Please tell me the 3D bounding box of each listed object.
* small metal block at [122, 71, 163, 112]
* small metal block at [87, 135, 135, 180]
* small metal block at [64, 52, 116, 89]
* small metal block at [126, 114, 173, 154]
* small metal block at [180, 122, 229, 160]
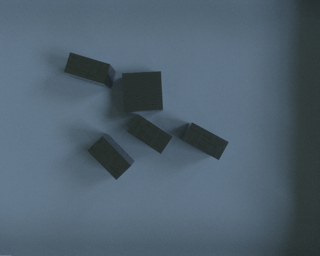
[{"bbox_3d":[-0.022,-0.047,0.411,0.050,0.025,0.050,-3,90,0],"label":"small metal block"},{"bbox_3d":[-0.061,0.036,0.398,0.025,0.050,0.050,-44,90,0],"label":"small metal block"},{"bbox_3d":[-0.088,-0.072,0.398,0.050,0.050,0.025,17,90,0],"label":"small metal block"},{"bbox_3d":[-0.013,0.007,0.399,0.050,0.050,0.025,34,90,0],"label":"small metal block"},{"bbox_3d":[0.055,0.016,0.399,0.050,0.050,0.025,28,90,0],"label":"small metal block"}]
